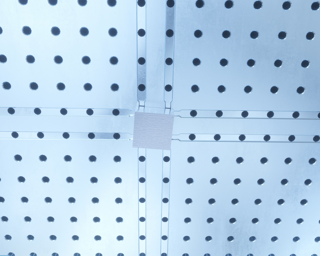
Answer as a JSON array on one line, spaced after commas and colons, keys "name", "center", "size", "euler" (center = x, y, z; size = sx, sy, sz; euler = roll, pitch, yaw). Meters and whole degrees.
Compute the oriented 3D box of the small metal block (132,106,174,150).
[{"name": "small metal block", "center": [-0.009, 0.000, 0.413], "size": [0.050, 0.025, 0.050], "euler": [5, 110, -2]}]
